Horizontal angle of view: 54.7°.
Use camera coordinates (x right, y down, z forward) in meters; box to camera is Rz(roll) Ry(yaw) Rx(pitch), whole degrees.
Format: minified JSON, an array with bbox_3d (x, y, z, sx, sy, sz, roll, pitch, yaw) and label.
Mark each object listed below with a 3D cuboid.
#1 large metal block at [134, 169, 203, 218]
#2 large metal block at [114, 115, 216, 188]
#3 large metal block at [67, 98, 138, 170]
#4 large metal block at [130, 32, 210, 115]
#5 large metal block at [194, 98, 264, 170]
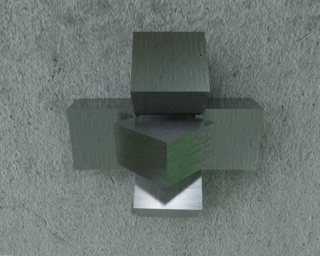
[{"bbox_3d":[0.010,0.087,0.407,0.081,0.080,0.050,1,67,0],"label":"large metal block"},{"bbox_3d":[0.006,0.017,0.353,0.080,0.081,0.050,18,117,41],"label":"large metal block"},{"bbox_3d":[-0.068,0.006,0.399,0.081,0.050,0.079,-1,110,-1],"label":"large metal block"},{"bbox_3d":[0.010,-0.062,0.353,0.081,0.080,0.050,0,154,0],"label":"large metal block"},{"bbox_3d":[0.081,0.006,0.398,0.081,0.050,0.079,0,110,-1],"label":"large metal block"}]
